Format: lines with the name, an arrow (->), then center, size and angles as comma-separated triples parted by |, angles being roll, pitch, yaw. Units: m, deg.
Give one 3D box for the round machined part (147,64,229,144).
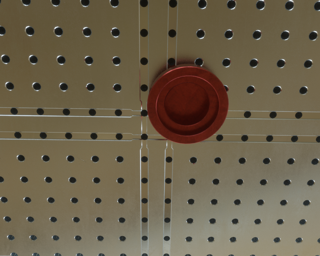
round machined part -> 0.034, -0.032, 0.393 | 0.099, 0.042, 0.097 | 0, 110, 0
